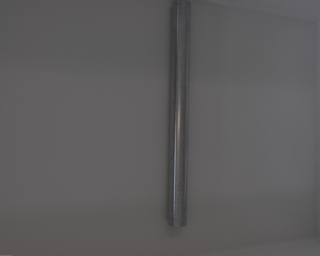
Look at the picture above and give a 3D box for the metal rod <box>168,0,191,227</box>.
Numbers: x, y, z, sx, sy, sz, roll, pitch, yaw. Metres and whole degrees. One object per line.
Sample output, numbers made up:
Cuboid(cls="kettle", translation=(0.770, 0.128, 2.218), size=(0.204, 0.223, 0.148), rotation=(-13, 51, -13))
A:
Cuboid(cls="metal rod", translation=(0.027, -0.019, 0.419), size=(0.025, 0.025, 0.298), rotation=(1, 90, -20))
